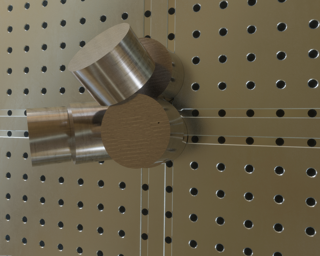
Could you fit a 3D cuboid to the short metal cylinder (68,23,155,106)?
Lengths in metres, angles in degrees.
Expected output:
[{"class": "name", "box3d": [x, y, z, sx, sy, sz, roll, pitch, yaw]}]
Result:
[{"class": "short metal cylinder", "box3d": [-0.053, -0.070, 0.341, 0.080, 0.080, 0.050, -25, 125, 18]}]

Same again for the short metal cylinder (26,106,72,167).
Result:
[{"class": "short metal cylinder", "box3d": [-0.155, 0.011, 0.431, 0.050, 0.080, 0.080, -6, 87, -22]}]

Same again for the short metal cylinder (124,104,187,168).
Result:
[{"class": "short metal cylinder", "box3d": [-0.010, 0.009, 0.402, 0.080, 0.050, 0.080, 0, 90, 20]}]

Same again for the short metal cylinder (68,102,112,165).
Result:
[{"class": "short metal cylinder", "box3d": [-0.091, 0.005, 0.408, 0.050, 0.080, 0.080, -6, 88, -22]}]

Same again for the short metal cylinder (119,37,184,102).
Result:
[{"class": "short metal cylinder", "box3d": [-0.014, -0.071, 0.404, 0.080, 0.050, 0.079, 0, 90, 20]}]

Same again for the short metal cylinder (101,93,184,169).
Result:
[{"class": "short metal cylinder", "box3d": [-0.019, 0.003, 0.351, 0.080, 0.050, 0.080, 0, 90, 20]}]
